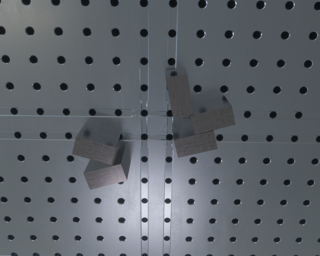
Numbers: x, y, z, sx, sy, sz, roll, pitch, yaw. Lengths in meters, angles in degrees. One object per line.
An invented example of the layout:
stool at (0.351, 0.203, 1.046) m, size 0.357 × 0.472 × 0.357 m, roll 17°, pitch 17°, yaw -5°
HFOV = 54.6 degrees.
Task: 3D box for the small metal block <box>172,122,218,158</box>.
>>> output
small metal block at (0.044, 0.012, 0.405) m, size 0.050 × 0.050 × 0.025 m, roll -13°, pitch 110°, yaw 5°

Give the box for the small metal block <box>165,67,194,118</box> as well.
small metal block at (0.023, -0.045, 0.384) m, size 0.025 × 0.050 × 0.050 m, roll -10°, pitch 110°, yaw 4°

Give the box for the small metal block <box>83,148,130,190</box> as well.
small metal block at (-0.070, 0.054, 0.419) m, size 0.050 × 0.050 × 0.025 m, roll -15°, pitch 110°, yaw 5°

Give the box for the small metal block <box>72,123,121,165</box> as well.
small metal block at (-0.082, 0.020, 0.407) m, size 0.050 × 0.050 × 0.025 m, roll 16°, pitch 109°, yaw -6°

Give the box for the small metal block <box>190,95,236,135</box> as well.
small metal block at (0.063, -0.018, 0.394) m, size 0.050 × 0.050 × 0.025 m, roll -14°, pitch 110°, yaw 5°
